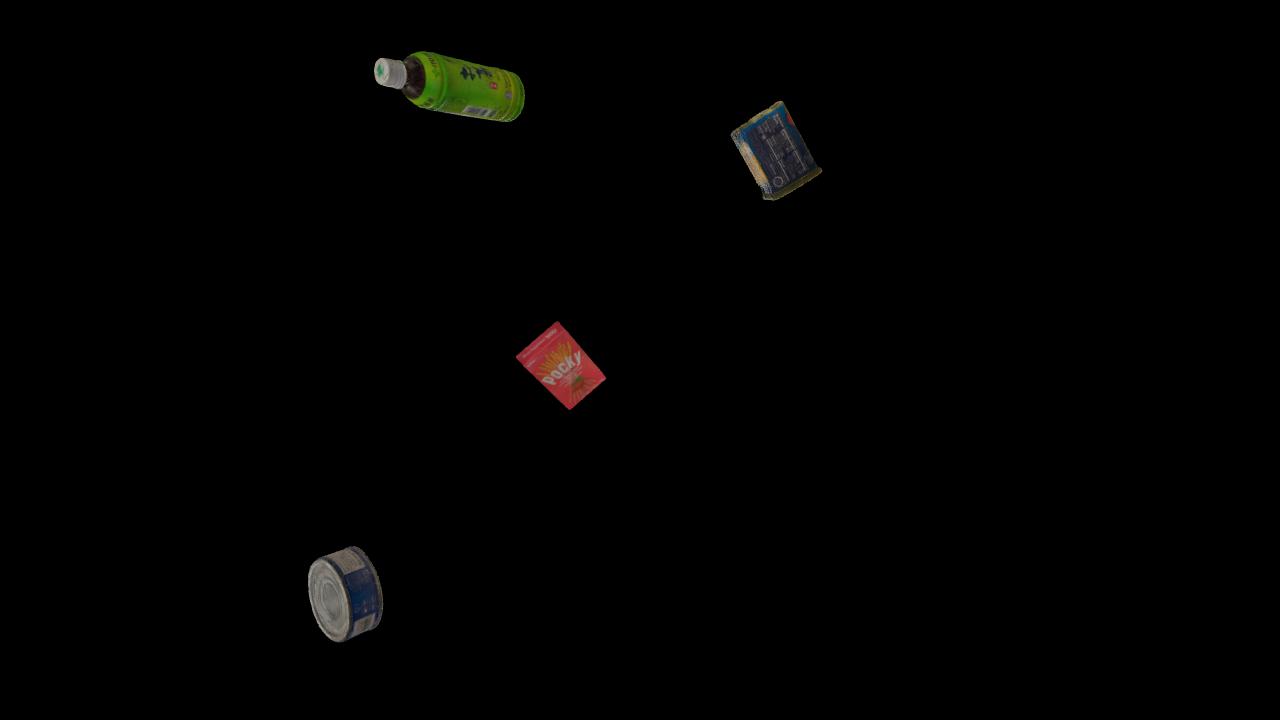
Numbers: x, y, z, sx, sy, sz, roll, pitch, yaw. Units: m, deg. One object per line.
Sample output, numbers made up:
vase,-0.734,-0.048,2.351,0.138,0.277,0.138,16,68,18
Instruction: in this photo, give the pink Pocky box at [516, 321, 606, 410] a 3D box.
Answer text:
pink Pocky box,-0.120,0.013,0.968,0.029,0.084,0.155,45,-6,38

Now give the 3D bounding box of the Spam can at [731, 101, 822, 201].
Spam can,0.144,-0.226,0.668,0.058,0.085,0.101,-32,12,9

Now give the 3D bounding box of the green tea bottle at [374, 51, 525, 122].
green tea bottle,-0.248,-0.362,0.813,0.073,0.073,0.212,0,13,34

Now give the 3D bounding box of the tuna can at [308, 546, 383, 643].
tuna can,-0.288,0.228,0.599,0.084,0.084,0.034,0,6,37
